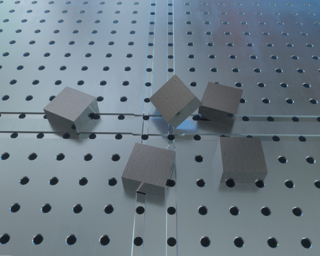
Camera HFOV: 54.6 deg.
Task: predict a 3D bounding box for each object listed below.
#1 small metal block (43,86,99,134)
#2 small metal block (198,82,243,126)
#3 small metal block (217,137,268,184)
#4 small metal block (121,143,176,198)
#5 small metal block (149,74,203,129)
[{"bbox_3d":[-0.122,-0.026,0.429,0.050,0.025,0.050,21,53,17],"label":"small metal block"},{"bbox_3d":[0.085,-0.035,0.437,0.050,0.025,0.050,16,52,13],"label":"small metal block"},{"bbox_3d":[0.098,0.039,0.376,0.050,0.025,0.050,2,50,1],"label":"small metal block"},{"bbox_3d":[-0.012,0.049,0.367,0.050,0.025,0.050,12,51,10],"label":"small metal block"},{"bbox_3d":[0.021,-0.036,0.423,0.050,0.025,0.050,-42,56,9],"label":"small metal block"}]
